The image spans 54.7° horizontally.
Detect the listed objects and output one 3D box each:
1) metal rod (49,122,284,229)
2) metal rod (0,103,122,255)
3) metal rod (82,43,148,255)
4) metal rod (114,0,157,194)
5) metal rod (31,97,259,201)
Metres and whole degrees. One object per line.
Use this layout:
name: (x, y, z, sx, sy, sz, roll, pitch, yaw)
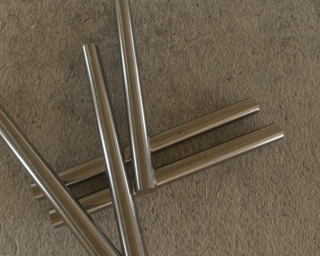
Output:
metal rod: (0.014, 0.056, 0.387, 0.302, 0.025, 0.025, -20, 71, -8)
metal rod: (-0.148, 0.043, 0.367, 0.025, 0.025, 0.300, -42, 67, -14)
metal rod: (-0.062, 0.012, 0.379, 0.025, 0.025, 0.299, -15, 62, -5)
metal rod: (-0.037, -0.062, 0.413, 0.025, 0.025, 0.299, -8, 64, -3)
metal rod: (-0.012, 0.023, 0.399, 0.302, 0.025, 0.025, -21, 72, -8)
